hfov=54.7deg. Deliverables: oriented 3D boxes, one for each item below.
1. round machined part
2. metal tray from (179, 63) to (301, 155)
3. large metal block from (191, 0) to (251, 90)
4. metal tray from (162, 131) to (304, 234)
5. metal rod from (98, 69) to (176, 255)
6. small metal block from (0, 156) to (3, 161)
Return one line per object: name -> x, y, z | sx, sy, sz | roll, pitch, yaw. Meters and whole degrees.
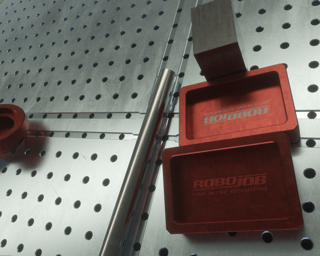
round machined part -> -0.268, 0.007, 0.515 | 0.099, 0.042, 0.098 | -2, 44, 3
metal tray -> 0.089, -0.019, 0.369 | 0.130, 0.030, 0.090 | -11, 57, 21
large metal block -> 0.078, -0.104, 0.395 | 0.050, 0.080, 0.080 | -13, 57, 21
metal tray -> 0.069, 0.059, 0.317 | 0.130, 0.030, 0.090 | -10, 72, 22
metal rod -> -0.029, 0.053, 0.389 | 0.025, 0.025, 0.300 | 3, 63, 29
small metal block -> -0.306, 0.051, 0.535 | 0.050, 0.025, 0.050 | -43, 51, -2
